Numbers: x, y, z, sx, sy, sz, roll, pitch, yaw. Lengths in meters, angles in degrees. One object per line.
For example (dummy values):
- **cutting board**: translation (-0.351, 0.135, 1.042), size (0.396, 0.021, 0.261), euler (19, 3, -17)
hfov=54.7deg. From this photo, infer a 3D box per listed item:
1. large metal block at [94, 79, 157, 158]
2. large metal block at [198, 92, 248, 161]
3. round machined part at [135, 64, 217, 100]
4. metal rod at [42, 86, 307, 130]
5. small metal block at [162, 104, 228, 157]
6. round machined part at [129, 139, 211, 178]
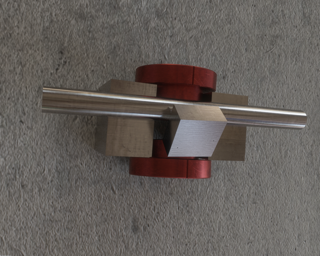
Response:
- **large metal block**: translation (-0.043, -0.010, 0.365), size (0.050, 0.080, 0.080), euler (5, 89, -20)
- **large metal block**: translation (0.068, -0.001, 0.406), size (0.050, 0.080, 0.080), euler (4, 89, -20)
- **round machined part**: translation (0.018, -0.047, 0.378), size (0.099, 0.098, 0.042), euler (4, 90, -20)
- **metal rod**: translation (0.033, -0.018, 0.337), size (0.302, 0.025, 0.025), euler (3, 89, -20)
- **small metal block**: translation (0.035, 0.004, 0.324), size (0.050, 0.025, 0.050), euler (2, 130, -19)
- **round machined part**: translation (0.013, 0.037, 0.376), size (0.099, 0.098, 0.042), euler (5, 84, -20)
